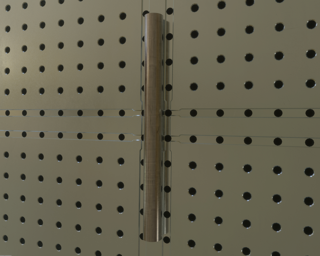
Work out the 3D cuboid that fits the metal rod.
[{"bbox_3d":[-0.009,-0.001,0.415,0.025,0.025,0.298,0,90,19],"label":"metal rod"}]
